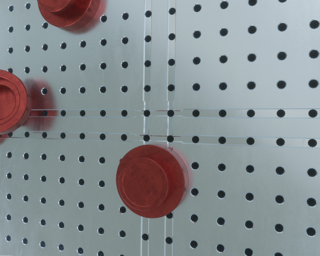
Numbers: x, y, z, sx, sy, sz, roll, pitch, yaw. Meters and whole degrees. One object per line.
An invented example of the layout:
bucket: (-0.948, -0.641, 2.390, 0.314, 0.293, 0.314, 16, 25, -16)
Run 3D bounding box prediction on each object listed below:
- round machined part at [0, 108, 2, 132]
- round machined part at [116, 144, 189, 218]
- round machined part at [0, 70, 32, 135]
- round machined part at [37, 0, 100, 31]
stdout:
round machined part: (-0.318, -0.013, 0.517, 0.098, 0.042, 0.097, 0, 90, 20)
round machined part: (-0.015, 0.071, 0.409, 0.098, 0.042, 0.097, 0, 90, 20)
round machined part: (-0.248, -0.038, 0.480, 0.099, 0.042, 0.098, 0, 82, -3)
round machined part: (-0.141, -0.197, 0.454, 0.098, 0.042, 0.097, 0, 90, 20)
